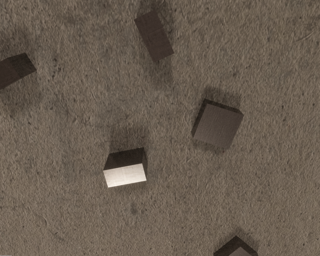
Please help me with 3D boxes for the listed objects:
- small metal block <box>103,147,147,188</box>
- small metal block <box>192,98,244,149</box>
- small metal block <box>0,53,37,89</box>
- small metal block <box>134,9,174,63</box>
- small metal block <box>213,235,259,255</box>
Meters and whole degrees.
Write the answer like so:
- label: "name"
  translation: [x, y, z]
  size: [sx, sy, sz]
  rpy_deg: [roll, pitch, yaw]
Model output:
- label: "small metal block"
  translation: [-0.045, 0.052, 0.415]
  size: [0.050, 0.050, 0.025]
  rpy_deg: [-11, 110, 3]
- label: "small metal block"
  translation: [0.075, -0.006, 0.409]
  size: [0.050, 0.025, 0.050]
  rpy_deg: [17, 109, -7]
- label: "small metal block"
  translation: [-0.185, -0.064, 0.370]
  size: [0.050, 0.050, 0.025]
  rpy_deg: [-26, 108, 9]
- label: "small metal block"
  translation: [-0.006, -0.107, 0.357]
  size: [0.025, 0.050, 0.050]
  rpy_deg: [-23, 109, 8]
- label: "small metal block"
  translation: [0.122, 0.206, 0.488]
  size: [0.050, 0.025, 0.050]
  rpy_deg: [41, 105, -14]
